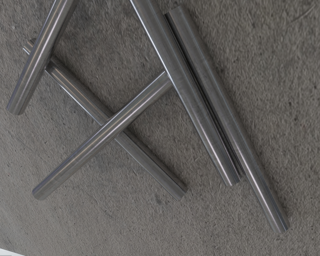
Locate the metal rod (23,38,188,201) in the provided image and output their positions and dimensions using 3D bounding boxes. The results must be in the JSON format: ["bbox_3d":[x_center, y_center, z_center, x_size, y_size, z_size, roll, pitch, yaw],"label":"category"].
[{"bbox_3d":[-0.074,-0.010,0.439,0.300,0.025,0.025,45,129,-4],"label":"metal rod"}]

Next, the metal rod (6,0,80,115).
[{"bbox_3d":[-0.128,-0.123,0.375,0.025,0.025,0.298,41,122,0],"label":"metal rod"}]

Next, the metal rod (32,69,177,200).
[{"bbox_3d":[-0.088,0.020,0.426,0.299,0.025,0.025,-39,96,27],"label":"metal rod"}]

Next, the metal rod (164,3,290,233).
[{"bbox_3d":[0.086,0.002,0.362,0.025,0.025,0.299,-18,109,35],"label":"metal rod"}]

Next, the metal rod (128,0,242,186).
[{"bbox_3d":[0.021,-0.059,0.338,0.025,0.025,0.299,-16,114,34],"label":"metal rod"}]
